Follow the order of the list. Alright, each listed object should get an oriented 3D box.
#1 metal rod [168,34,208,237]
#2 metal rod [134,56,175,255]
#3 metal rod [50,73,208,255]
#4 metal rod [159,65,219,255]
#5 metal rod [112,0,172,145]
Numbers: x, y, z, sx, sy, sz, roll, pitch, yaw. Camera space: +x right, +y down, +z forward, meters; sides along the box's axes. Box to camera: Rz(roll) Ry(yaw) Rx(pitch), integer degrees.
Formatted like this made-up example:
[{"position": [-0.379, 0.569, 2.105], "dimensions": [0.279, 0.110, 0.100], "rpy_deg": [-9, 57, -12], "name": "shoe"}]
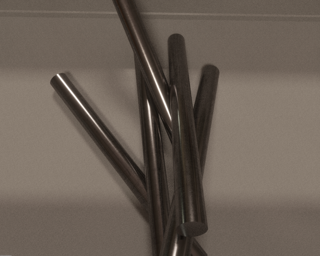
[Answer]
[{"position": [0.025, -0.024, 0.351], "dimensions": [0.025, 0.025, 0.300], "rpy_deg": [0, 44, 0], "name": "metal rod"}, {"position": [-0.010, 0.012, 0.387], "dimensions": [0.025, 0.025, 0.299], "rpy_deg": [-6, 64, -3], "name": "metal rod"}, {"position": [-0.048, 0.043, 0.393], "dimensions": [0.025, 0.025, 0.300], "rpy_deg": [-37, 74, -13], "name": "metal rod"}, {"position": [0.039, 0.024, 0.338], "dimensions": [0.025, 0.025, 0.300], "rpy_deg": [14, 46, 5], "name": "metal rod"}, {"position": [-0.025, -0.108, 0.379], "dimensions": [0.025, 0.025, 0.299], "rpy_deg": [-24, 99, -9], "name": "metal rod"}]
